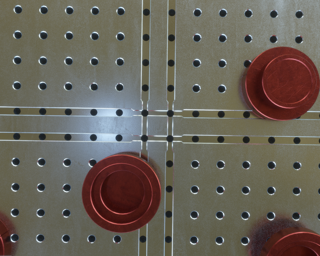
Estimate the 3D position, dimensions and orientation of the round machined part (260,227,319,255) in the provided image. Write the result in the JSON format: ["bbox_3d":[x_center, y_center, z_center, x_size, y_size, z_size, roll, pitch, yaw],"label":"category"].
[{"bbox_3d":[0.178,0.178,0.406,0.099,0.042,0.097,0,90,0],"label":"round machined part"}]

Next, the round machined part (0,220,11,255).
[{"bbox_3d":[-0.252,0.162,0.403,0.099,0.042,0.097,0,90,0],"label":"round machined part"}]

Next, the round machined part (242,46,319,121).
[{"bbox_3d":[0.161,-0.058,0.406,0.099,0.042,0.097,0,90,0],"label":"round machined part"}]

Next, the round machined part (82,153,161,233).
[{"bbox_3d":[-0.048,0.082,0.405,0.099,0.042,0.097,0,90,0],"label":"round machined part"}]
